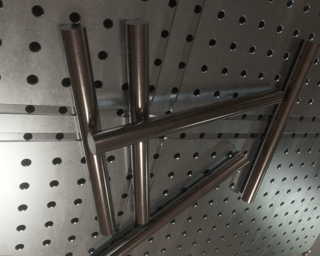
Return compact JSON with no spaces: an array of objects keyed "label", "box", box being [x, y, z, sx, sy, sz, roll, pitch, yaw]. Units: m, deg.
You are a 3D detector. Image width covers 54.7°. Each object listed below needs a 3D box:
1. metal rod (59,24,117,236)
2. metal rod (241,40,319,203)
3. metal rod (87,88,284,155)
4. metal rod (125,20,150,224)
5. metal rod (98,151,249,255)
[{"label":"metal rod","box":[-0.082,0.026,0.383,0.025,0.025,0.298,-15,125,-20]},{"label":"metal rod","box":[0.196,0.003,0.523,0.025,0.025,0.298,-2,119,-28]},{"label":"metal rod","box":[0.054,-0.016,0.410,0.303,0.025,0.025,-15,125,-29]},{"label":"metal rod","box":[-0.026,0.014,0.407,0.025,0.025,0.298,-13,124,-22]},{"label":"metal rod","box":[0.020,0.135,0.507,0.301,0.025,0.025,-35,129,-5]}]
